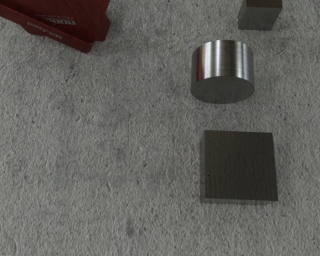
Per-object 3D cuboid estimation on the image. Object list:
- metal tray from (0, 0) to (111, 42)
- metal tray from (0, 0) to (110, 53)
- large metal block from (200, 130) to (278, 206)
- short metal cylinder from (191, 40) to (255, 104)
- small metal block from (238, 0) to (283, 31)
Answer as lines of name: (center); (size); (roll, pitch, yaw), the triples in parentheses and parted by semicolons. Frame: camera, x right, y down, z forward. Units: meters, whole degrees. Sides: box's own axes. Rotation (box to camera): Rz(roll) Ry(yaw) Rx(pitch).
metal tray: (-0.143, -0.159, 0.415); (0.130, 0.090, 0.030); (10, 75, 16)
metal tray: (-0.147, -0.175, 0.441); (0.131, 0.030, 0.090); (21, 69, -18)
large metal block: (0.092, 0.050, 0.377); (0.080, 0.050, 0.080); (2, 70, 1)
short metal cylinder: (0.081, -0.070, 0.405); (0.080, 0.080, 0.050); (3, 70, 1)
small metal block: (0.146, -0.171, 0.459); (0.050, 0.050, 0.025); (3, 70, 1)
